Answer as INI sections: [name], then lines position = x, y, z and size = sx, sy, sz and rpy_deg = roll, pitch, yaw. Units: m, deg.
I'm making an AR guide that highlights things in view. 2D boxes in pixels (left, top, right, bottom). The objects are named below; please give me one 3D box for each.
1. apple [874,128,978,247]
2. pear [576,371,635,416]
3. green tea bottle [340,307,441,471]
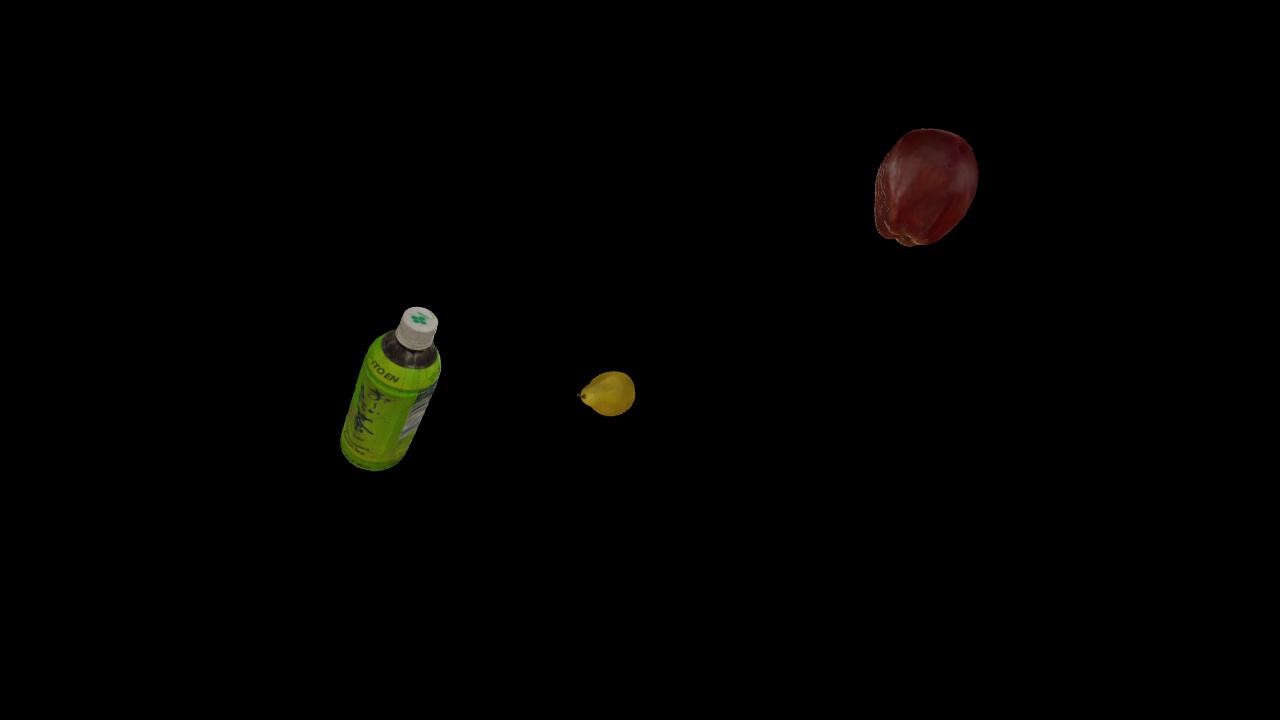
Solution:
[apple]
position = 0.234, -0.142, 0.506
size = 0.079, 0.093, 0.079
rpy_deg = 16, -1, 0
[pear]
position = -0.064, 0.058, 0.989
size = 0.111, 0.080, 0.080
rpy_deg = -8, 5, -39
[green tea bottle]
position = -0.240, 0.029, 0.603
size = 0.073, 0.073, 0.212
rpy_deg = 0, -39, -39
